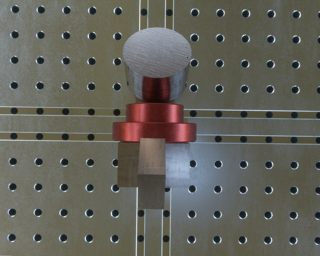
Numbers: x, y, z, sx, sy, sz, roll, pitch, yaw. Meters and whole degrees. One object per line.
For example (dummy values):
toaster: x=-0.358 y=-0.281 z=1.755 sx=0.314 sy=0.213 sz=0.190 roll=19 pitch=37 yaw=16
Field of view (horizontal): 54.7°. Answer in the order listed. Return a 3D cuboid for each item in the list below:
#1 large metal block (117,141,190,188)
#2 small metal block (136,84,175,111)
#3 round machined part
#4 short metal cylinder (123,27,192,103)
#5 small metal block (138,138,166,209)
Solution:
large metal block: x=-0.007 y=0.041 z=0.385 sx=0.081 sy=0.080 sz=0.050 roll=1 pitch=90 yaw=-1
small metal block: x=-0.006 y=-0.031 z=0.412 sx=0.050 sy=0.025 sz=0.050 roll=1 pitch=90 yaw=-1
round machined part: x=-0.006 y=-0.007 z=0.366 sx=0.099 sy=0.098 sz=0.042 roll=1 pitch=90 yaw=-1
short metal cylinder: x=-0.004 y=-0.077 z=0.384 sx=0.081 sy=0.050 sz=0.080 roll=1 pitch=60 yaw=-1
small metal block: x=-0.008 y=0.045 z=0.310 sx=0.025 sy=0.050 sz=0.050 roll=1 pitch=128 yaw=-1
